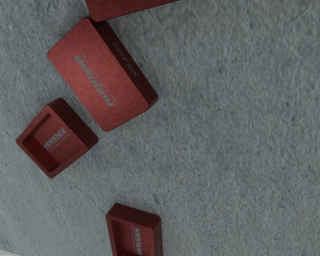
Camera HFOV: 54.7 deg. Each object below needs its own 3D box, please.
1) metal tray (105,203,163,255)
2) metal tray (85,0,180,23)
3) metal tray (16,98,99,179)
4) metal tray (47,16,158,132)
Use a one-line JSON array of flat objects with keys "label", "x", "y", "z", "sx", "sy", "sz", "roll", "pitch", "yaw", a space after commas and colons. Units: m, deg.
[{"label": "metal tray", "x": -0.043, "y": 0.200, "z": 0.547, "sx": 0.090, "sy": 0.030, "sz": 0.129, "roll": 11, "pitch": 123, "yaw": 22}, {"label": "metal tray", "x": -0.025, "y": -0.167, "z": 0.312, "sx": 0.130, "sy": 0.030, "sz": 0.089, "roll": -3, "pitch": 117, "yaw": 29}, {"label": "metal tray", "x": -0.170, "y": 0.021, "z": 0.503, "sx": 0.130, "sy": 0.030, "sz": 0.090, "roll": -34, "pitch": 100, "yaw": 38}, {"label": "metal tray", "x": -0.074, "y": -0.067, "z": 0.400, "sx": 0.090, "sy": 0.030, "sz": 0.130, "roll": -27, "pitch": 104, "yaw": 37}]
